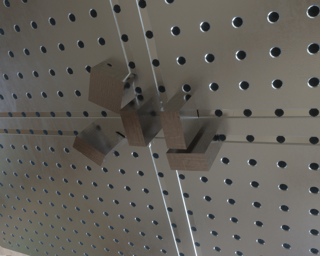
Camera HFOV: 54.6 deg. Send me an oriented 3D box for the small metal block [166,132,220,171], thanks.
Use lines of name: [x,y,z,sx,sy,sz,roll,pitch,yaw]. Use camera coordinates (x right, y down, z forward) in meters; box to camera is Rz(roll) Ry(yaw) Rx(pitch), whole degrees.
small metal block: [0.043,0.029,0.391,0.050,0.050,0.025,-2,117,29]

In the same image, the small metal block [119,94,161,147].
small metal block: [-0.023,-0.011,0.401,0.025,0.050,0.050,1,119,28]

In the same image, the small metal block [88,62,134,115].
small metal block: [-0.066,-0.053,0.414,0.050,0.025,0.050,24,127,13]

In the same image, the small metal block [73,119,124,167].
small metal block: [-0.090,0.021,0.456,0.050,0.050,0.025,34,129,6]

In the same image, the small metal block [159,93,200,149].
small metal block: [0.025,-0.009,0.377,0.025,0.050,0.050,1,119,28]
